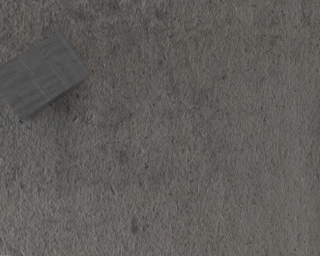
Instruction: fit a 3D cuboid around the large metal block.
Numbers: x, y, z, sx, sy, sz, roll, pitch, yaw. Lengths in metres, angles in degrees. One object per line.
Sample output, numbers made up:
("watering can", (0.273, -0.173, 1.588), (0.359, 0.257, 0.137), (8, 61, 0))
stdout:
("large metal block", (-0.127, -0.052, 0.333), (0.080, 0.080, 0.050), (-37, 102, -16))
